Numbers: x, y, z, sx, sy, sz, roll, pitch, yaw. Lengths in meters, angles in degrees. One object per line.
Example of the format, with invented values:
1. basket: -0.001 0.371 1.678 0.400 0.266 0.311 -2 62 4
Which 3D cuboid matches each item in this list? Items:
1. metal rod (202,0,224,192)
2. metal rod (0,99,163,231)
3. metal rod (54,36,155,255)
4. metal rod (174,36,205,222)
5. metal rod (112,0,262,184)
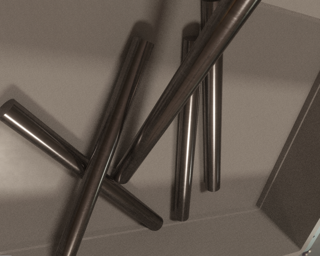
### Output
1. metal rod: 0.075 -0.024 0.436 0.025 0.025 0.298 -19 126 -18
2. metal rod: -0.081 0.068 0.407 0.025 0.025 0.300 -41 130 -1
3. metal rod: -0.071 0.040 0.366 0.025 0.025 0.298 15 102 -35
4. metal rod: 0.039 0.021 0.444 0.025 0.025 0.298 -13 124 -22
5. metal rod: 0.008 -0.021 0.320 0.025 0.025 0.298 1 144 -30
